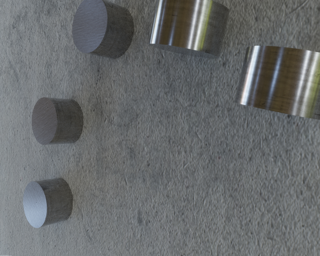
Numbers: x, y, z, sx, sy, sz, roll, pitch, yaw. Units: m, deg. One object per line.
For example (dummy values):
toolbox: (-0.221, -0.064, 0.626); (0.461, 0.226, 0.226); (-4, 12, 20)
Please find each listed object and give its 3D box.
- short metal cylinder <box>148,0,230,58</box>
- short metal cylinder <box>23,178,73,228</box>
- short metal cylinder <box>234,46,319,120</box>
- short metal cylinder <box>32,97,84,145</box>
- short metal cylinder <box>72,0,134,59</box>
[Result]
short metal cylinder: (0.031, -0.110, 0.343); (0.080, 0.081, 0.050); (19, 102, 38)
short metal cylinder: (-0.201, 0.132, 0.555); (0.080, 0.050, 0.080); (0, 90, 40)
short metal cylinder: (0.112, -0.040, 0.276); (0.080, 0.081, 0.050); (18, 102, 38)
short metal cylinder: (-0.178, -0.012, 0.536); (0.080, 0.050, 0.080); (0, 90, 40)
short metal cylinder: (-0.085, -0.147, 0.459); (0.080, 0.050, 0.080); (0, 90, 40)
